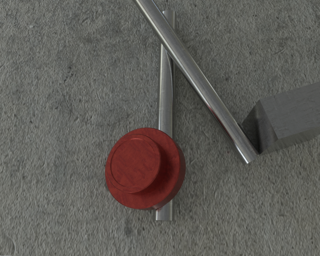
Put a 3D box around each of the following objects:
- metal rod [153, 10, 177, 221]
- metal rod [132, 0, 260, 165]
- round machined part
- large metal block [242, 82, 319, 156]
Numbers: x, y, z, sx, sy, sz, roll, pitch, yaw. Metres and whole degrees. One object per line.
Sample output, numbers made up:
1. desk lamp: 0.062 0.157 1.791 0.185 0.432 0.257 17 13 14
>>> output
1. metal rod: 0.009 -0.030 0.419 0.025 0.025 0.299 2 70 0
2. metal rod: 0.038 -0.084 0.418 0.025 0.025 0.299 -31 81 -11
3. round machined part: -0.023 0.045 0.365 0.098 0.042 0.098 -8 68 21
4. large metal block: 0.158 -0.008 0.384 0.081 0.080 0.050 -17 71 -6
